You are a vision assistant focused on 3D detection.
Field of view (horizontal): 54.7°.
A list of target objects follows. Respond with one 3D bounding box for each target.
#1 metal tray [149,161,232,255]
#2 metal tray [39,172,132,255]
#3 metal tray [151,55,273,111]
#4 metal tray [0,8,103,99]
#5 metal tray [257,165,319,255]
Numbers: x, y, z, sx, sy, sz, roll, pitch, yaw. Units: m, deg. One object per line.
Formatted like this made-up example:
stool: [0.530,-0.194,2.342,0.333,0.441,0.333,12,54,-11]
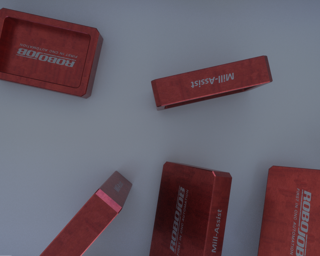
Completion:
metal tray: [0.034,0.111,0.375,0.030,0.090,0.129,12,85,-38]
metal tray: [-0.077,0.101,0.358,0.030,0.130,0.090,41,90,0]
metal tray: [0.057,-0.052,0.379,0.131,0.090,0.030,-13,90,-1]
metal tray: [-0.149,-0.096,0.406,0.131,0.030,0.089,12,90,-1]
metal tray: [0.172,0.115,0.370,0.090,0.030,0.130,1,71,38]
